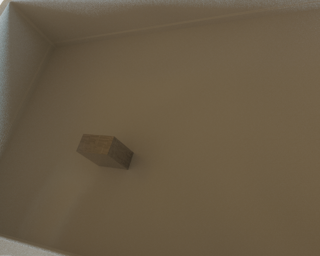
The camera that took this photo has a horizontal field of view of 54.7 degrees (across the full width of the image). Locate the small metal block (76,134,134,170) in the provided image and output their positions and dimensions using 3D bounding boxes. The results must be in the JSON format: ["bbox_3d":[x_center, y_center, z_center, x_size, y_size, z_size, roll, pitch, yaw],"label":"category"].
[{"bbox_3d":[-0.071,0.032,0.406,0.050,0.050,0.025,3,63,29],"label":"small metal block"}]
